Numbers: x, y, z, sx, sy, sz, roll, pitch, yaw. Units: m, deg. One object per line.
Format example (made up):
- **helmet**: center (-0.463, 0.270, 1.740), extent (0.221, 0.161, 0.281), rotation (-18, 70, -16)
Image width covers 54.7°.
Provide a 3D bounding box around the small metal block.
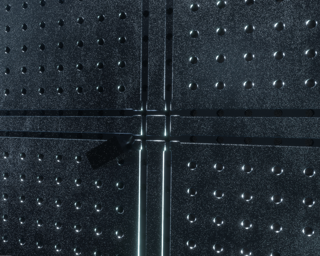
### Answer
- **small metal block**: center (-0.063, 0.032, 0.420), extent (0.050, 0.050, 0.025), rotation (-30, 81, 17)
